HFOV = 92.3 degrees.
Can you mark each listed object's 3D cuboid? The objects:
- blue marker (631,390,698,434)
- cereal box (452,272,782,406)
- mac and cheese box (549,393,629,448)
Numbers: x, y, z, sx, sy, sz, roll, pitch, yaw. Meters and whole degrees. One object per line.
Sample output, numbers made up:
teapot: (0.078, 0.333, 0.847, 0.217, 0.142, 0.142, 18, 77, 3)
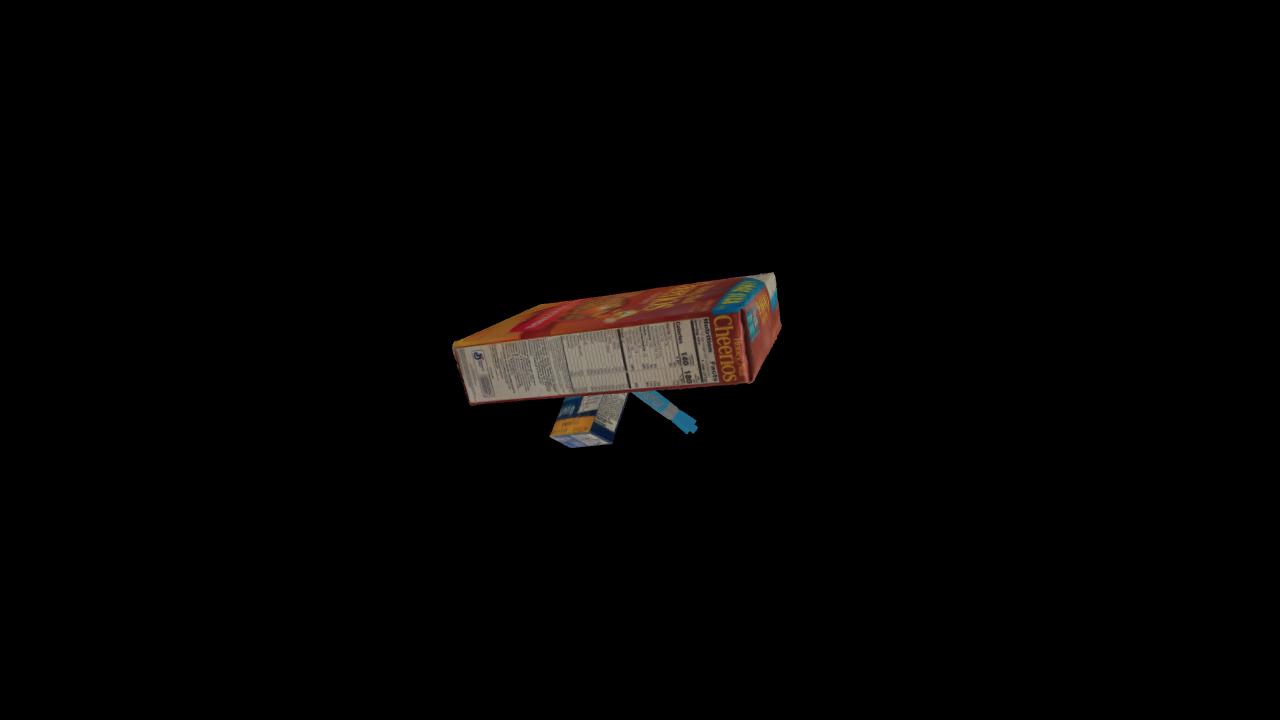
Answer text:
blue marker: (0.013, 0.041, 0.674, 0.121, 0.020, 0.020, 37, 1, 2)
cereal box: (-0.013, -0.027, 0.662, 0.306, 0.081, 0.203, -6, 14, 22)
mac and cheese box: (-0.043, 0.015, 0.749, 0.041, 0.184, 0.093, 32, -27, -27)
